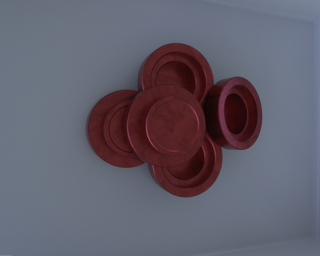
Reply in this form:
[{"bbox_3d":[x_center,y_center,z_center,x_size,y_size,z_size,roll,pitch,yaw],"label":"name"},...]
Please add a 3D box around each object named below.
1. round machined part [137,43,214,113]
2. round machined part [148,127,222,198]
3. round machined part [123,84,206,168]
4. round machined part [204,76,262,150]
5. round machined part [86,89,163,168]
[{"bbox_3d":[0.017,-0.058,0.407,0.099,0.042,0.097,0,90,-21],"label":"round machined part"},{"bbox_3d":[0.030,0.039,0.412,0.099,0.042,0.097,0,90,-21],"label":"round machined part"},{"bbox_3d":[0.010,-0.003,0.358,0.099,0.042,0.097,0,90,-21],"label":"round machined part"},{"bbox_3d":[0.095,-0.019,0.425,0.099,0.042,0.097,3,86,-41],"label":"round machined part"},{"bbox_3d":[-0.039,0.001,0.384,0.099,0.042,0.097,0,90,-21],"label":"round machined part"}]
